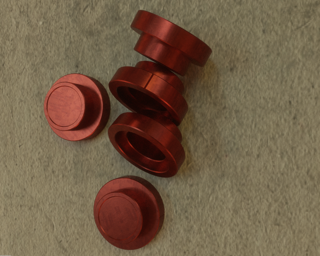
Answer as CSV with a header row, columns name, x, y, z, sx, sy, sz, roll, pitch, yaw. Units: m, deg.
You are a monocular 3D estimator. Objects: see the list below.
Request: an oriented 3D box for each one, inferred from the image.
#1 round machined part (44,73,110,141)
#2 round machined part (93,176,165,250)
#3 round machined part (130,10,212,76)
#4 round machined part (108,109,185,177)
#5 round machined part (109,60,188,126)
name,x,y,z,sx,sy,sz,roll,pitch,yaw
round machined part,-0.124,-0.030,0.442,0.098,0.042,0.097,0,90,19
round machined part,-0.047,0.115,0.415,0.098,0.042,0.097,0,90,19
round machined part,0.008,-0.095,0.367,0.098,0.098,0.042,31,99,17
round machined part,-0.012,0.015,0.384,0.098,0.098,0.042,24,58,18
round machined part,-0.009,-0.045,0.378,0.098,0.098,0.042,23,73,18
